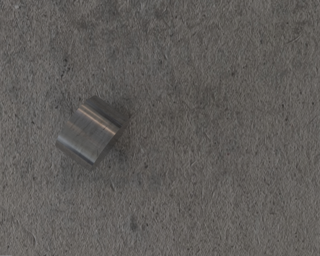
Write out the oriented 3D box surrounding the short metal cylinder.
[{"bbox_3d":[-0.081,0.007,0.382,0.050,0.080,0.080,36,90,0],"label":"short metal cylinder"}]
